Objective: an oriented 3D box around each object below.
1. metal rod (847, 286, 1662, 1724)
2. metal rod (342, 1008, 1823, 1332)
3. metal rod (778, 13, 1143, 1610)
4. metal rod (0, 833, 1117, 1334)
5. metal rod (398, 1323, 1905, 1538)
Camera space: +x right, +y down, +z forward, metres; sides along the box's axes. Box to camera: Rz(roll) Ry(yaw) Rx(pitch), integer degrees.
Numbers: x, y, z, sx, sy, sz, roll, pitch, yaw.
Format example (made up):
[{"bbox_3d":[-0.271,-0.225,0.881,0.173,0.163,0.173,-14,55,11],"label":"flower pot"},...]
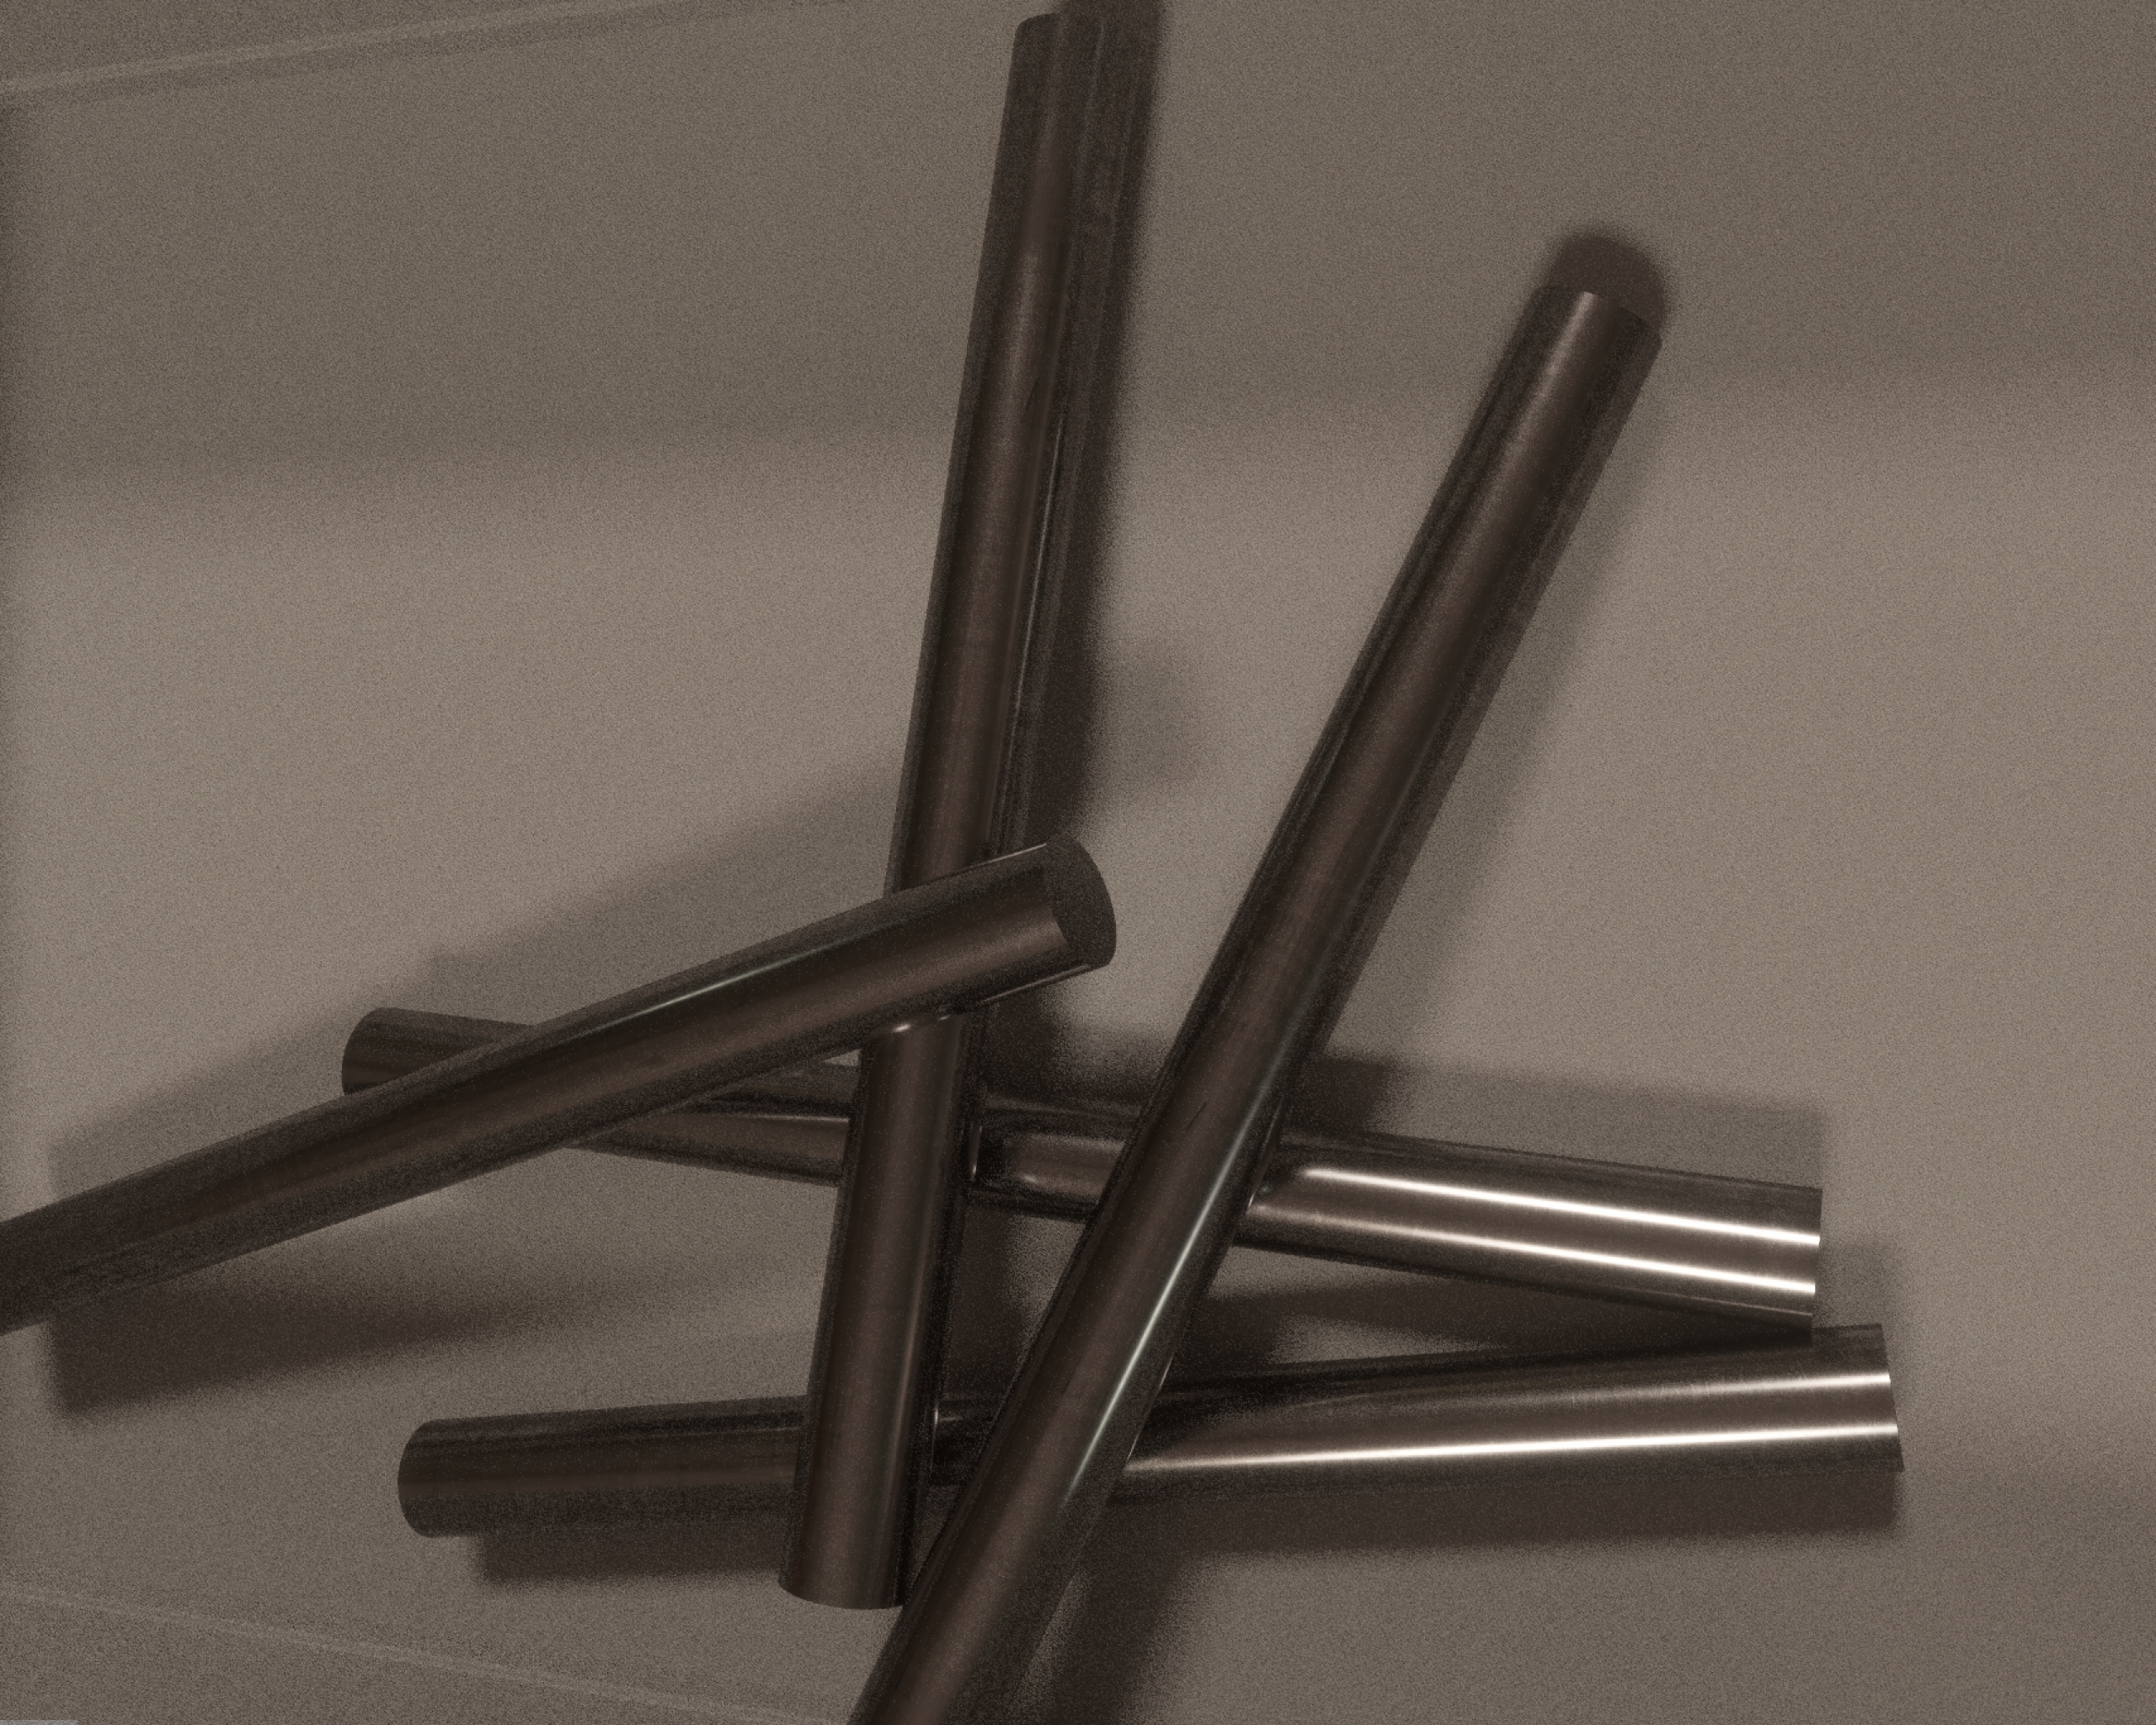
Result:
[{"bbox_3d":[0.029,0.037,0.377,0.025,0.025,0.299,26,90,18],"label":"metal rod"},{"bbox_3d":[-0.013,0.057,0.412,0.301,0.025,0.025,5,92,19],"label":"metal rod"},{"bbox_3d":[-0.021,-0.013,0.397,0.025,0.025,0.298,7,86,19],"label":"metal rod"},{"bbox_3d":[-0.129,0.053,0.426,0.300,0.025,0.025,-20,84,24],"label":"metal rod"},{"bbox_3d":[0.000,0.113,0.408,0.301,0.025,0.025,-9,87,19],"label":"metal rod"}]
